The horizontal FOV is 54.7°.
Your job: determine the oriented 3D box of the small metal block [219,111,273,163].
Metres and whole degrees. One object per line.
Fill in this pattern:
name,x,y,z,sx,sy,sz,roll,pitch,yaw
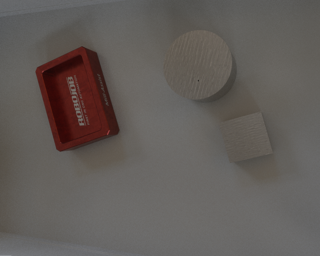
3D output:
small metal block,0.104,0.011,0.374,0.050,0.025,0.050,-16,85,19

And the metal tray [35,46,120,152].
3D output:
metal tray,-0.121,-0.040,0.448,0.090,0.030,0.129,-19,84,18

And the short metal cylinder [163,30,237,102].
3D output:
short metal cylinder,0.050,-0.073,0.379,0.080,0.050,0.079,0,90,19
